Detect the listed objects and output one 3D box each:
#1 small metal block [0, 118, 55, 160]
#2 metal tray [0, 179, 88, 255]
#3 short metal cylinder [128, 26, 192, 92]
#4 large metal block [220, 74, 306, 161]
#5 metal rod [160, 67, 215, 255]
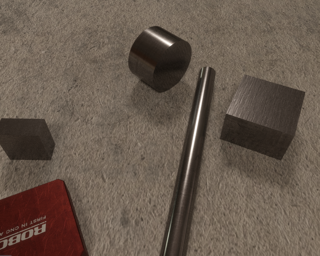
[{"bbox_3d":[-0.161,0.014,0.373,0.050,0.050,0.025,1,50,0],"label":"small metal block"},{"bbox_3d":[-0.146,0.114,0.302,0.131,0.030,0.090,-19,53,-16],"label":"metal tray"},{"bbox_3d":[0.001,-0.100,0.452,0.050,0.080,0.080,37,59,27],"label":"short metal cylinder"},{"bbox_3d":[0.133,-0.016,0.402,0.080,0.050,0.080,20,53,16],"label":"large metal block"},{"bbox_3d":[0.040,0.028,0.380,0.025,0.025,0.300,10,51,8],"label":"metal rod"}]
